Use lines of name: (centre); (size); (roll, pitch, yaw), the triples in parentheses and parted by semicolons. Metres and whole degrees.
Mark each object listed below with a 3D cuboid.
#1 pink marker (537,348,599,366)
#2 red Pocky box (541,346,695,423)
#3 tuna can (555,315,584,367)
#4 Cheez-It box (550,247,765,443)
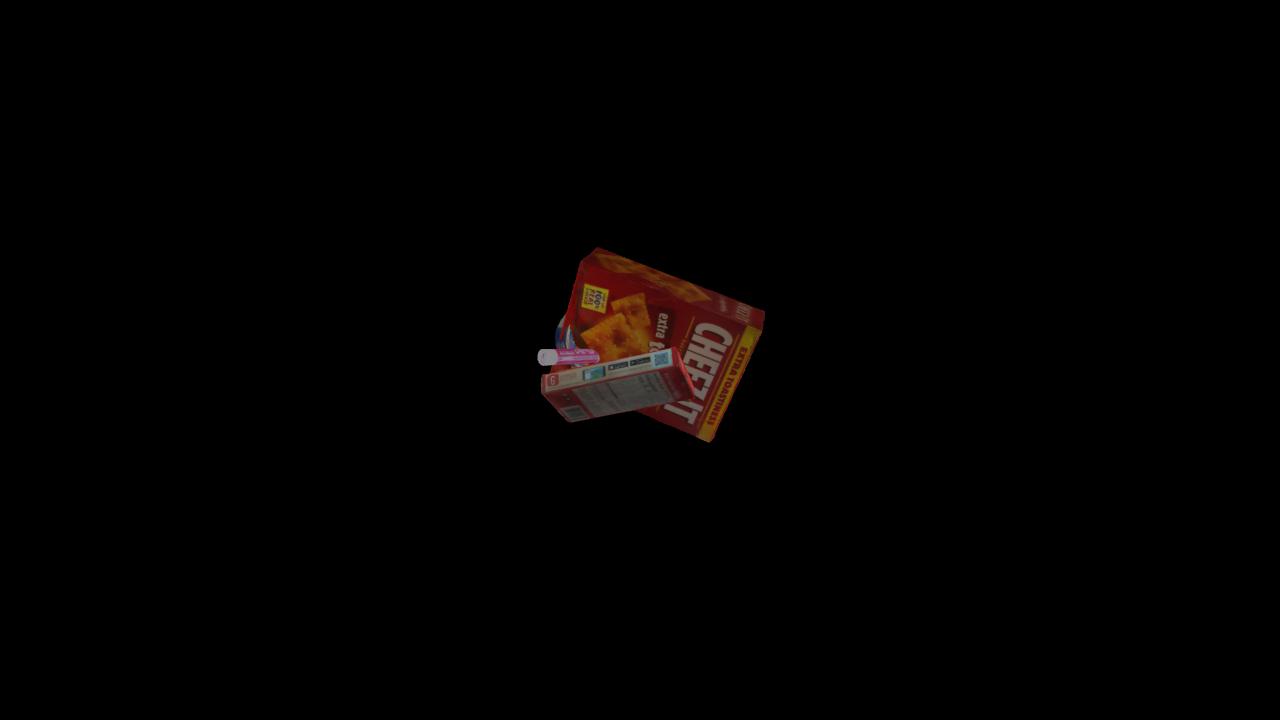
pink marker: (-0.068, -0.005, 0.726); (0.020, 0.020, 0.121); (0, 2, 42)
red Pocky box: (-0.022, 0.030, 0.682); (0.155, 0.028, 0.083); (-12, -32, 12)
tuna can: (-0.063, -0.026, 0.764); (0.084, 0.084, 0.034); (0, 5, -36)
Cheez-It box: (0.017, -0.018, 0.749); (0.223, 0.166, 0.071); (22, 29, 4)
